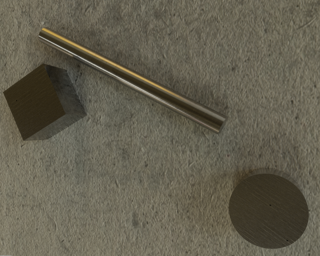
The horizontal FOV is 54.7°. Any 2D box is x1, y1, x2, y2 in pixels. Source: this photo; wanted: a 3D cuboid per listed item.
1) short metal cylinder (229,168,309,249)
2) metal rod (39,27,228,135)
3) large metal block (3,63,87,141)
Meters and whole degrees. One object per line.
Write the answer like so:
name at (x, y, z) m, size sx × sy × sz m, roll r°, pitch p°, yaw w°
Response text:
short metal cylinder at (0.122, 0.088, 0.352) m, size 0.080 × 0.050 × 0.079 m, roll 0°, pitch 90°, yaw 20°
metal rod at (-0.048, -0.072, 0.425) m, size 0.301 × 0.025 × 0.025 m, roll 29°, pitch 99°, yaw 17°
large metal block at (-0.168, -0.035, 0.455) m, size 0.080 × 0.050 × 0.080 m, roll -29°, pitch 81°, yaw 17°
